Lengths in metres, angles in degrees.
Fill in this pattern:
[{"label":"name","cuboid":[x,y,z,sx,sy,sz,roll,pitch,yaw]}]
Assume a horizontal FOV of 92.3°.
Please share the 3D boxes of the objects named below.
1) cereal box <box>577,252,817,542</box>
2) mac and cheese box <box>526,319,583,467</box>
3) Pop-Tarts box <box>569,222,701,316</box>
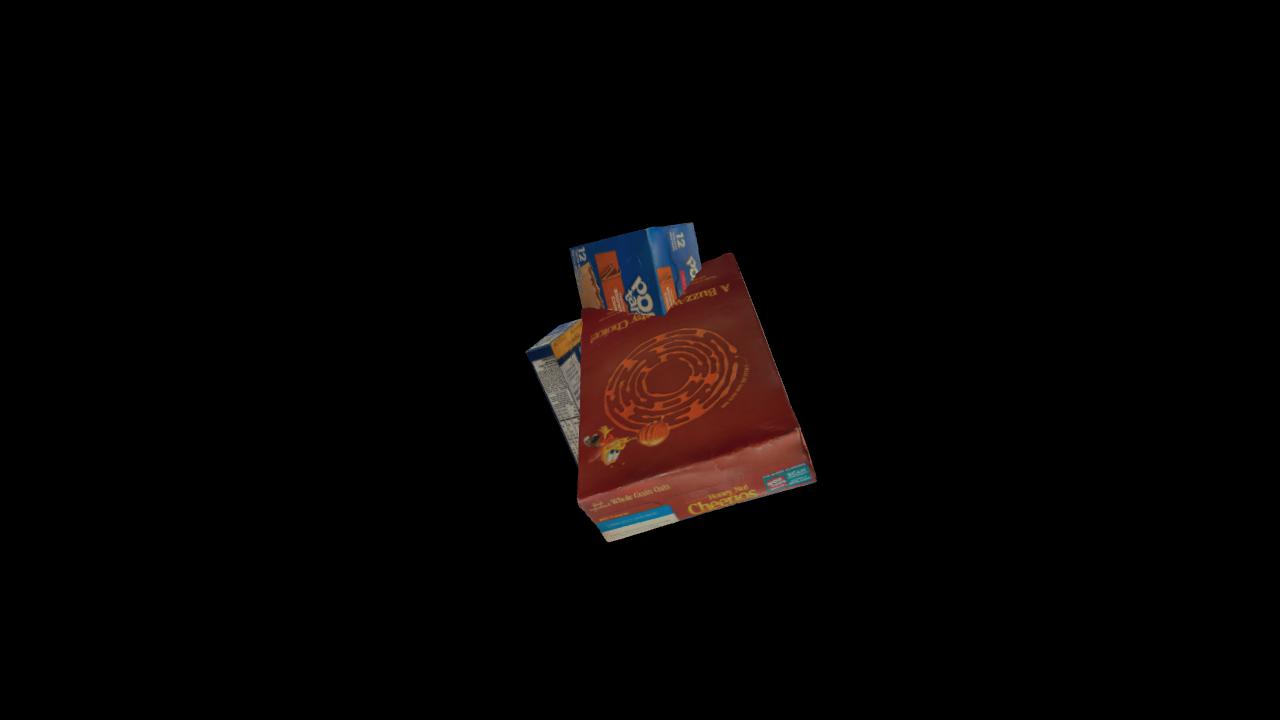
[{"label":"cereal box","cuboid":[0.040,0.023,0.646,0.203,0.081,0.306,-20,38,11]},{"label":"mac and cheese box","cuboid":[-0.065,0.052,0.727,0.041,0.184,0.093,-16,16,23]},{"label":"Pop-Tarts box","cuboid":[0.003,-0.069,0.743,0.141,0.167,0.083,-1,14,46]}]
